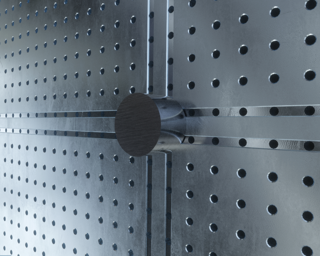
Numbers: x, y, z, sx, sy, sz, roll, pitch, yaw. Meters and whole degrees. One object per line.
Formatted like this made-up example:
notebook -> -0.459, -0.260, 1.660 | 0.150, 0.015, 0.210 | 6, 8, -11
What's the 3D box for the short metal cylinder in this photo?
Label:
short metal cylinder -> -0.013, -0.004, 0.405 | 0.080, 0.050, 0.080 | 0, 90, 40
